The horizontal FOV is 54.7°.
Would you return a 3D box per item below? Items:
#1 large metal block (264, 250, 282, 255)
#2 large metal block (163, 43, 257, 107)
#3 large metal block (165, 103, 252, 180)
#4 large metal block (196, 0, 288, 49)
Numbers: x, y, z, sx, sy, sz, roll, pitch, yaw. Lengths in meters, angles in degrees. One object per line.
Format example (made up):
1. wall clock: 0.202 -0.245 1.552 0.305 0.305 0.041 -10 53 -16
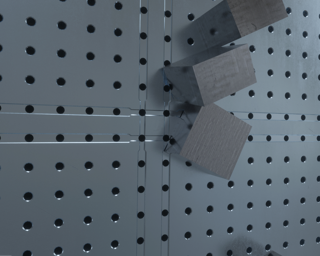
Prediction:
1. large metal block: 0.183 0.242 0.454 0.050 0.080 0.080 -19 97 -19
2. large metal block: 0.063 -0.070 0.404 0.081 0.080 0.050 -25 109 -18
3. large metal block: 0.066 0.015 0.425 0.080 0.050 0.080 28 81 -18
4. large metal block: 0.109 -0.151 0.425 0.081 0.080 0.050 -27 99 -18
